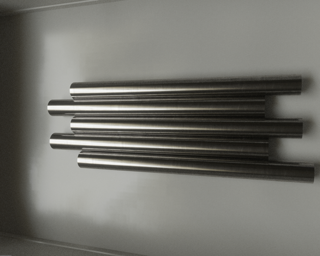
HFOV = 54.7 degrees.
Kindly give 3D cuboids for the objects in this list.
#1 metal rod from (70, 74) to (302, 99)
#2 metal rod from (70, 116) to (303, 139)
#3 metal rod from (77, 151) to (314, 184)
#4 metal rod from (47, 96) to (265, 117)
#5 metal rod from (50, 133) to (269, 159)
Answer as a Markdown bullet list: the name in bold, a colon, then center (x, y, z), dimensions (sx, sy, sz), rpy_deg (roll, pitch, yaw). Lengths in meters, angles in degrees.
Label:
- **metal rod**: center (0.018, -0.052, 0.402), dimensions (0.301, 0.025, 0.025), rpy_deg (1, 90, 19)
- **metal rod**: center (0.019, -0.002, 0.402), dimensions (0.301, 0.025, 0.025), rpy_deg (1, 90, 19)
- **metal rod**: center (0.030, 0.048, 0.398), dimensions (0.301, 0.025, 0.025), rpy_deg (1, 90, 19)
- **metal rod**: center (-0.018, -0.028, 0.414), dimensions (0.301, 0.025, 0.025), rpy_deg (1, 90, 19)
- **metal rod**: center (-0.014, 0.022, 0.413), dimensions (0.301, 0.025, 0.025), rpy_deg (1, 90, 19)
